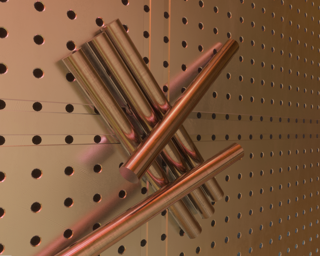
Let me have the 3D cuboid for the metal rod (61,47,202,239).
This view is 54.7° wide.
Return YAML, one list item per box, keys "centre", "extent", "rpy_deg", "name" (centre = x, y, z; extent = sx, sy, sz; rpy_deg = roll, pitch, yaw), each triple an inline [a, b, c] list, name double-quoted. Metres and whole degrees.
- centre: [-0.022, 0.036, 0.392]
  extent: [0.025, 0.025, 0.299]
  rpy_deg: [-47, 118, -30]
  name: "metal rod"

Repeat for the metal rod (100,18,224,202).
- centre: [0.015, -0.007, 0.423]
  extent: [0.025, 0.025, 0.299]
  rpy_deg: [-48, 119, -29]
  name: "metal rod"

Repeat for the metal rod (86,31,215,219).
- centre: [0.000, 0.013, 0.411]
  extent: [0.025, 0.025, 0.299]
  rpy_deg: [-47, 118, -30]
  name: "metal rod"

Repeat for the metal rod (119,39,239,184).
- centre: [0.043, -0.042, 0.421]
  extent: [0.301, 0.025, 0.025]
  rpy_deg: [-51, 121, -37]
  name: "metal rod"

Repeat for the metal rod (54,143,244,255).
- centre: [-0.006, 0.093, 0.379]
  extent: [0.302, 0.025, 0.025]
  rpy_deg: [-27, 108, -28]
  name: "metal rod"
